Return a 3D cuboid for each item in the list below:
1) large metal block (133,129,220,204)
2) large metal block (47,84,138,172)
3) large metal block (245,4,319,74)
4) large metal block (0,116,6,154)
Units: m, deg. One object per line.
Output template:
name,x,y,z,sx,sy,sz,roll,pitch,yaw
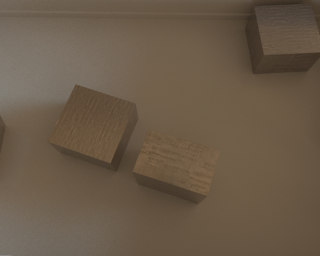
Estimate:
large metal block,0.018,0.048,0.363,0.080,0.080,0.050,17,71,6
large metal block,-0.081,0.001,0.395,0.080,0.050,0.080,18,71,6
large metal block,0.174,-0.127,0.444,0.081,0.050,0.080,-3,70,-1
large metal block,-0.243,0.022,0.376,0.081,0.050,0.080,6,69,-15
